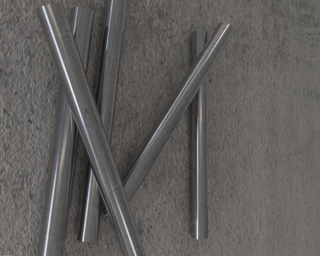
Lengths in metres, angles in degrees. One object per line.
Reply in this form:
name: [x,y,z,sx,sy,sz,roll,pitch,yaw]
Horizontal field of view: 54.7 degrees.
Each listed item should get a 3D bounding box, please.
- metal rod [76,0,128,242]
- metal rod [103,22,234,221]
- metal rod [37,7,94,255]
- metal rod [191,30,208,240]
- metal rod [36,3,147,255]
metal rod: [-0.063,-0.027,0.351,0.025,0.025,0.298,10,84,-40]
metal rod: [0.017,-0.020,0.399,0.025,0.025,0.300,43,70,-32]
metal rod: [-0.099,0.023,0.321,0.025,0.025,0.298,10,84,-40]
metal rod: [0.058,0.010,0.452,0.025,0.025,0.298,0,90,-40]
metal rod: [-0.061,0.029,0.319,0.025,0.025,0.298,-26,107,-37]
